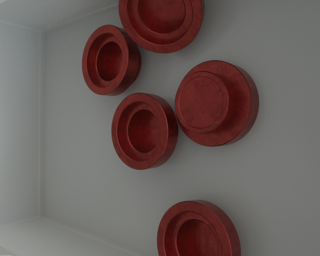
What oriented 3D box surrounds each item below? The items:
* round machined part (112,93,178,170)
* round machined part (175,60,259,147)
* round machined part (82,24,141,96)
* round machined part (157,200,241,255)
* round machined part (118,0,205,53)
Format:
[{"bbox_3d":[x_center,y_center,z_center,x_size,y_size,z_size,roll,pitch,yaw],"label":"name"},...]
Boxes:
[{"bbox_3d":[-0.015,0.004,0.406,0.098,0.042,0.097,0,90,39],"label":"round machined part"},{"bbox_3d":[0.056,-0.027,0.348,0.098,0.042,0.097,0,90,39],"label":"round machined part"},{"bbox_3d":[-0.066,-0.095,0.448,0.098,0.042,0.097,0,90,39],"label":"round machined part"},{"bbox_3d":[0.047,0.131,0.351,0.098,0.042,0.097,-6,80,40],"label":"round machined part"},{"bbox_3d":[0.004,-0.143,0.369,0.098,0.042,0.097,8,129,10],"label":"round machined part"}]
